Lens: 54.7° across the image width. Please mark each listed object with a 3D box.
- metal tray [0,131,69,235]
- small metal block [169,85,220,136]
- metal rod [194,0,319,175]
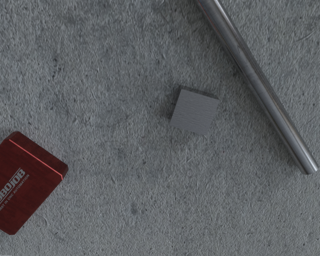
[{"bbox_3d":[-0.204,0.080,0.434,0.090,0.030,0.130,39,105,-14],"label":"metal tray"},{"bbox_3d":[0.043,-0.023,0.402,0.050,0.025,0.050,16,109,-6],"label":"small metal block"},{"bbox_3d":[0.122,-0.057,0.390,0.025,0.025,0.300,-34,107,11],"label":"metal rod"}]
